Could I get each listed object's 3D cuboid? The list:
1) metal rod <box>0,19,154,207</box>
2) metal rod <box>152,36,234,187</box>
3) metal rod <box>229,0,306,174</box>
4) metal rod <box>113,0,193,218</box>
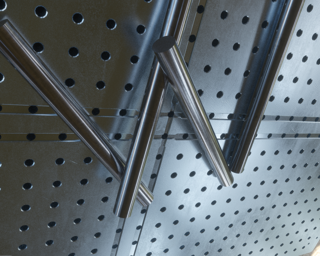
[{"bbox_3d":[-0.083,0.008,0.370,0.025,0.025,0.300,-36,129,-4],"label":"metal rod"},{"bbox_3d":[0.058,0.003,0.417,0.025,0.025,0.300,-37,137,-4],"label":"metal rod"},{"bbox_3d":[0.154,-0.061,0.456,0.025,0.025,0.298,-3,120,-27],"label":"metal rod"},{"bbox_3d":[-0.010,-0.025,0.369,0.025,0.025,0.298,6,110,-31],"label":"metal rod"}]
